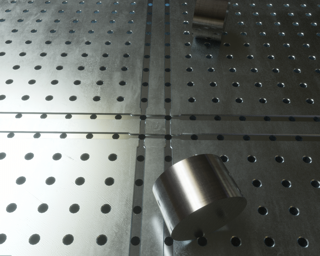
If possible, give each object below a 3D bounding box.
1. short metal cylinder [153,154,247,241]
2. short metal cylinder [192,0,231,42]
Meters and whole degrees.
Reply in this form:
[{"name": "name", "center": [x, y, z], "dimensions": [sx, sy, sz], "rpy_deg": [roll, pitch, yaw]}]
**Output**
[{"name": "short metal cylinder", "center": [0.039, 0.071, 0.313], "dimensions": [0.081, 0.080, 0.050], "rpy_deg": [-16, 52, -14]}, {"name": "short metal cylinder", "center": [0.090, -0.194, 0.537], "dimensions": [0.050, 0.080, 0.080], "rpy_deg": [13, 51, 10]}]
